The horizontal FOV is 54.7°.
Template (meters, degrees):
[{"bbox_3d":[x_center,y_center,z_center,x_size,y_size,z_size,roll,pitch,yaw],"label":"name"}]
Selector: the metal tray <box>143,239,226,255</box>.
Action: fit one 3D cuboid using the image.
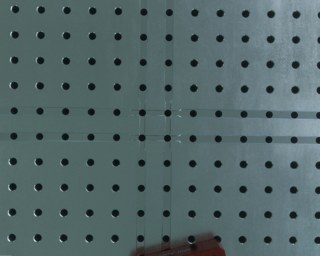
[{"bbox_3d":[0.028,0.210,0.411,0.131,0.030,0.089,-13,90,-1],"label":"metal tray"}]
